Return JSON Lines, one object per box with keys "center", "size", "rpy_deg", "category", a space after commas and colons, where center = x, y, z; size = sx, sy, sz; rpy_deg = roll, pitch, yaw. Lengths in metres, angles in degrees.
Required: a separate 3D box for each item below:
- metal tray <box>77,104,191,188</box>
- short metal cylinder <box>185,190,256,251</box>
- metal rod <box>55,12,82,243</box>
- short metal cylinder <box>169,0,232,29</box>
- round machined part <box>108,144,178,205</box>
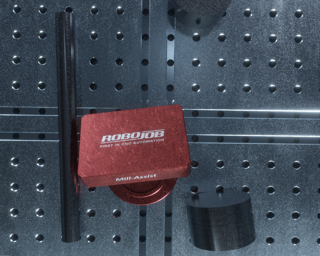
{"center": [-0.032, 0.021, 0.387], "size": [0.131, 0.030, 0.090], "rpy_deg": [-6, 56, 1], "category": "metal tray"}
{"center": [0.075, 0.112, 0.386], "size": [0.080, 0.080, 0.050], "rpy_deg": [-8, 90, 0], "category": "short metal cylinder"}
{"center": [-0.122, -0.001, 0.412], "size": [0.025, 0.025, 0.298], "rpy_deg": [-2, 90, 0], "category": "metal rod"}
{"center": [0.053, -0.176, 0.401], "size": [0.081, 0.050, 0.080], "rpy_deg": [0, 90, 0], "category": "short metal cylinder"}
{"center": [-0.024, 0.052, 0.404], "size": [0.099, 0.042, 0.097], "rpy_deg": [0, 90, 0], "category": "round machined part"}
